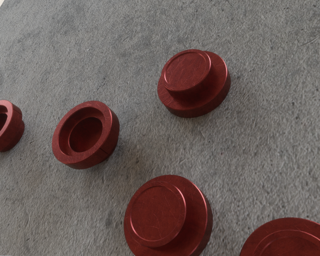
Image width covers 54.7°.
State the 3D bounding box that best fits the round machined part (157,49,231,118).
[{"bbox_3d":[0.040,-0.066,0.412,0.098,0.042,0.098,-13,56,21],"label":"round machined part"}]

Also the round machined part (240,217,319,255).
[{"bbox_3d":[0.114,0.123,0.258,0.098,0.042,0.098,-13,56,21],"label":"round machined part"}]

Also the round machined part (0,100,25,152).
[{"bbox_3d":[-0.277,0.003,0.537,0.098,0.042,0.098,-13,56,21],"label":"round machined part"}]

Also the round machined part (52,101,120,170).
[{"bbox_3d":[-0.099,0.013,0.437,0.098,0.042,0.098,-13,56,21],"label":"round machined part"}]

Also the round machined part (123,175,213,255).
[{"bbox_3d":[0.003,0.096,0.333,0.098,0.042,0.098,-13,56,21],"label":"round machined part"}]
